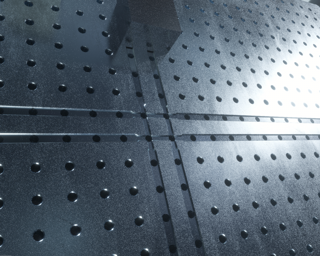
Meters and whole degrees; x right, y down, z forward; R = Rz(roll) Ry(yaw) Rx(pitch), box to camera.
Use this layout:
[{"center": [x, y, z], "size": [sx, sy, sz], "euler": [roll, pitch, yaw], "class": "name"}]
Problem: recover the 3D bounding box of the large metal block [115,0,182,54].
[{"center": [-0.020, -0.169, 0.484], "size": [0.081, 0.050, 0.080], "euler": [3, 60, -27], "class": "large metal block"}]
